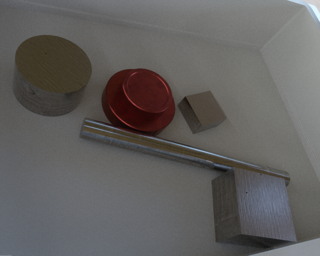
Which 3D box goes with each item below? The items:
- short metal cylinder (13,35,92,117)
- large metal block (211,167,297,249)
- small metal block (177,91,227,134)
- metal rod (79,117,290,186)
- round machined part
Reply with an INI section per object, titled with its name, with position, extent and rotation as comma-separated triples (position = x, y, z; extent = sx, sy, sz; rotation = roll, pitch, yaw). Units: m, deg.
[short metal cylinder]
position = -0.125, -0.060, 0.359
extent = 0.081, 0.050, 0.080
rotation = 14, 56, -21
[large metal block]
position = 0.116, 0.103, 0.391
extent = 0.081, 0.050, 0.080
rotation = 15, 56, -20
[small metal block]
position = 0.062, -0.024, 0.455
extent = 0.050, 0.025, 0.050
rotation = -16, 70, -35
[metal rod]
position = 0.047, 0.038, 0.409
extent = 0.302, 0.025, 0.025
rotation = 16, 55, -20
[round machined part]
position = -0.023, -0.039, 0.408
extent = 0.099, 0.042, 0.098
rotation = 14, 56, -21
